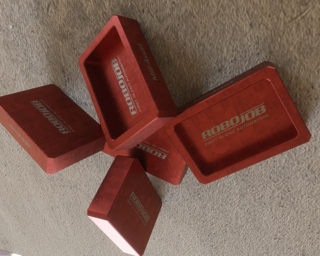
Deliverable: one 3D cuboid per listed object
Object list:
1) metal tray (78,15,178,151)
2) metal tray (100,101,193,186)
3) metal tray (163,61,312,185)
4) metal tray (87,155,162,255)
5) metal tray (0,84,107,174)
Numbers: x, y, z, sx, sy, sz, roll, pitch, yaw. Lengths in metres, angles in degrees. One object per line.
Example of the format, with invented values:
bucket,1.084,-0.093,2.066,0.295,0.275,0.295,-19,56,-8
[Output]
metal tray,-0.042,-0.050,0.357,0.090,0.030,0.130,-36,70,38
metal tray,-0.019,0.014,0.422,0.130,0.030,0.089,23,127,13
metal tray,0.081,-0.002,0.339,0.130,0.030,0.090,-28,104,22
metal tray,-0.042,0.110,0.430,0.030,0.090,0.130,6,142,26
metal tray,-0.147,-0.005,0.419,0.130,0.091,0.030,39,131,23
